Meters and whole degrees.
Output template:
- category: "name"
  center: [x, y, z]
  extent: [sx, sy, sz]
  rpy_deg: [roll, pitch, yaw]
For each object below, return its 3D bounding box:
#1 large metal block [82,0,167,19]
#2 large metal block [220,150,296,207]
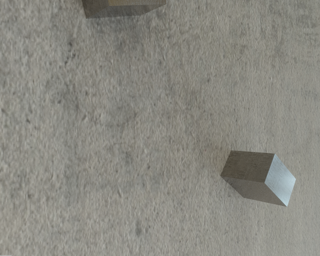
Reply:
- category: "large metal block"
  center: [-0.046, -0.173, 0.351]
  extent: [0.081, 0.050, 0.079]
  rpy_deg: [-21, 103, -38]
- category: "large metal block"
  center: [0.161, 0.081, 0.507]
  extent: [0.080, 0.080, 0.050]
  rpy_deg: [42, 64, -32]
